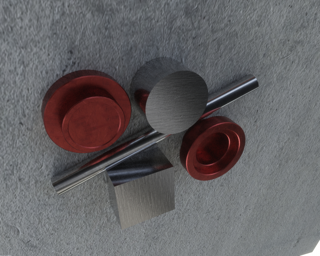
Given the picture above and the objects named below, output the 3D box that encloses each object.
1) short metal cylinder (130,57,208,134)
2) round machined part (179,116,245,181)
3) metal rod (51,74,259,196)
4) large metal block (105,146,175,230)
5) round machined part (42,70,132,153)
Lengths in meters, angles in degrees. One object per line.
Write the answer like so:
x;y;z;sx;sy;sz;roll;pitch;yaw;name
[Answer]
0.010;-0.039;0.373;0.081;0.050;0.079;-14;124;-21;short metal cylinder
0.072;0.025;0.452;0.099;0.042;0.097;-14;124;-21;round machined part
0.002;0.004;0.413;0.302;0.025;0.025;-28;128;-11;metal rod
-0.027;0.082;0.429;0.081;0.050;0.079;-16;125;-19;large metal block
-0.078;-0.012;0.347;0.099;0.042;0.097;-14;124;-21;round machined part
